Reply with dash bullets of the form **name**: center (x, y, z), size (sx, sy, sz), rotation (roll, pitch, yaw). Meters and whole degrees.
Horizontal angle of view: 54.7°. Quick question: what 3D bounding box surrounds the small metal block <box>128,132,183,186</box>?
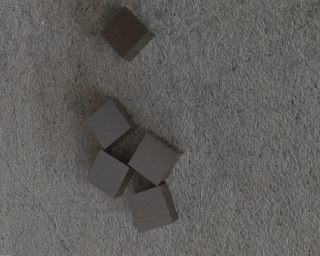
- **small metal block**: center (-0.006, 0.040, 0.411), size (0.050, 0.025, 0.050), rotation (34, 101, 16)

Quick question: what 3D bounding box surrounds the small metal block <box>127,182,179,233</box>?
- **small metal block**: center (-0.010, 0.106, 0.412), size (0.050, 0.025, 0.050), rotation (-22, 83, 18)

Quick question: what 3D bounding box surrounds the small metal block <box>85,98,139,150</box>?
- **small metal block**: center (-0.067, -0.005, 0.433), size (0.050, 0.025, 0.050), rotation (-39, 78, 16)

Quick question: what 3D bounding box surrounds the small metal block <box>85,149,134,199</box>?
- **small metal block**: center (-0.068, 0.062, 0.433), size (0.050, 0.025, 0.050), rotation (30, 100, 17)

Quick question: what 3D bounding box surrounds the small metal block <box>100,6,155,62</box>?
- **small metal block**: center (-0.044, -0.128, 0.425), size (0.050, 0.025, 0.050), rotation (-44, 77, 15)
